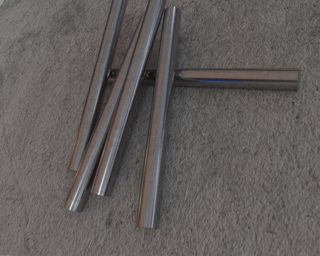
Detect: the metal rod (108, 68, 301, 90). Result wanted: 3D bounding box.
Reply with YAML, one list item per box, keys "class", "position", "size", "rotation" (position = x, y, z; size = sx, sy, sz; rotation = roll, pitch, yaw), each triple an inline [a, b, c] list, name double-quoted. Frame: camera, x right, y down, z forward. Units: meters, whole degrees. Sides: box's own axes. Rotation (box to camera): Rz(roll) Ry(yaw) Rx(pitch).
- class: "metal rod"
  position: [0.031, -0.071, 0.431]
  size: [0.300, 0.025, 0.025]
  rotation: [7, 65, 31]

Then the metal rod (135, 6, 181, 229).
- class: "metal rod"
  position: [0.002, -0.028, 0.396]
  size: [0.025, 0.025, 0.299]
  rotation: [-4, 67, 26]

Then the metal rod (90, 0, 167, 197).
- class: "metal rod"
  position: [-0.037, -0.058, 0.421]
  size: [0.025, 0.025, 0.299]
  rotation: [9, 78, 32]

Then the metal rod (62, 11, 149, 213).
- class: "metal rod"
  position: [-0.065, -0.032, 0.434]
  size: [0.025, 0.025, 0.299]
  rotation: [11, 74, 33]

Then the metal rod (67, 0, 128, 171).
- class: "metal rod"
  position: [-0.089, -0.081, 0.470]
  size: [0.025, 0.025, 0.299]
  rotation: [2, 72, 29]
